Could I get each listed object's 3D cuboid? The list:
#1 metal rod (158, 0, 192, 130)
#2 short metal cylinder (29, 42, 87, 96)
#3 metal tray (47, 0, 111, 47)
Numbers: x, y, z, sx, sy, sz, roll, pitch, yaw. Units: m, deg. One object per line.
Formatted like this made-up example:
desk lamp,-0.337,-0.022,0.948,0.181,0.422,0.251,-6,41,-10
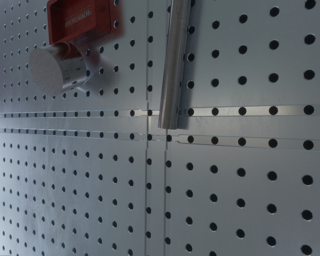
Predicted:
metal rod,0.025,-0.147,0.388,0.025,0.025,0.298,10,97,39
short metal cylinder,-0.170,-0.098,0.515,0.080,0.050,0.079,17,123,29
metal tray,-0.140,-0.189,0.521,0.130,0.030,0.089,-9,85,39
